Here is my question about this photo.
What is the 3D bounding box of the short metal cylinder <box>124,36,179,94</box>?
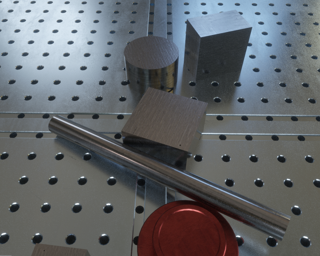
[{"bbox_3d":[-0.012,-0.096,0.472,0.081,0.050,0.080,0,50,0],"label":"short metal cylinder"}]

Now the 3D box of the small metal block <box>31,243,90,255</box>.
[{"bbox_3d":[-0.097,0.140,0.289,0.050,0.025,0.050,5,50,4],"label":"small metal block"}]

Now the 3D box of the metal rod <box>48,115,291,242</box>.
[{"bbox_3d":[-0.011,0.044,0.349,0.300,0.025,0.025,21,53,25],"label":"metal rod"}]

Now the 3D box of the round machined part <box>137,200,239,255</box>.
[{"bbox_3d":[0.027,0.114,0.301,0.099,0.042,0.098,0,50,0],"label":"round machined part"}]

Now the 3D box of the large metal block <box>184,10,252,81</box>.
[{"bbox_3d":[0.086,-0.127,0.479,0.081,0.080,0.050,-15,52,-12],"label":"large metal block"}]

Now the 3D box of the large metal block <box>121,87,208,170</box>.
[{"bbox_3d":[0.008,0.002,0.390,0.080,0.050,0.080,17,52,13],"label":"large metal block"}]
